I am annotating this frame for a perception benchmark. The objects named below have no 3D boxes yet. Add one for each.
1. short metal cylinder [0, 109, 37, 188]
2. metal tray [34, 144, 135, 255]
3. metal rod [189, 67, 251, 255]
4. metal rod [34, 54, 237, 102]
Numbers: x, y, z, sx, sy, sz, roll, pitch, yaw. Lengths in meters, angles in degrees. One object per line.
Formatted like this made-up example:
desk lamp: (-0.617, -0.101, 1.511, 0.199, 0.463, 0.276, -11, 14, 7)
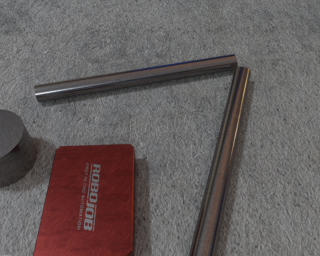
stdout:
short metal cylinder: (-0.194, 0.024, 0.365, 0.081, 0.050, 0.080, 0, 50, 0)
metal tray: (-0.073, 0.079, 0.333, 0.091, 0.030, 0.130, -2, 50, -2)
metal rod: (0.081, 0.026, 0.381, 0.025, 0.025, 0.300, 14, 51, 11)
metal rod: (-0.029, -0.077, 0.467, 0.302, 0.025, 0.025, -11, 51, -9)
